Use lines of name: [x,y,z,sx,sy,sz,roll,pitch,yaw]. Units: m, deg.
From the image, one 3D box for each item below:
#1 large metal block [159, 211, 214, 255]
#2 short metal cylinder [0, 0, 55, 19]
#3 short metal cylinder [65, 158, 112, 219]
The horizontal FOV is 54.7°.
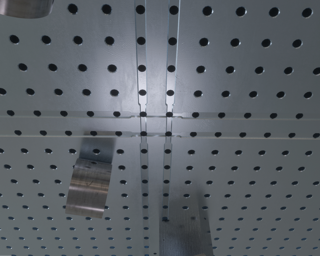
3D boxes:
large metal block: [0.046,0.205,0.551,0.080,0.080,0.050,-21,127,17]
short metal cylinder: [-0.126,-0.136,0.258,0.080,0.080,0.050,20,127,-16]
short metal cylinder: [-0.102,0.087,0.449,0.050,0.080,0.079,11,129,-10]
